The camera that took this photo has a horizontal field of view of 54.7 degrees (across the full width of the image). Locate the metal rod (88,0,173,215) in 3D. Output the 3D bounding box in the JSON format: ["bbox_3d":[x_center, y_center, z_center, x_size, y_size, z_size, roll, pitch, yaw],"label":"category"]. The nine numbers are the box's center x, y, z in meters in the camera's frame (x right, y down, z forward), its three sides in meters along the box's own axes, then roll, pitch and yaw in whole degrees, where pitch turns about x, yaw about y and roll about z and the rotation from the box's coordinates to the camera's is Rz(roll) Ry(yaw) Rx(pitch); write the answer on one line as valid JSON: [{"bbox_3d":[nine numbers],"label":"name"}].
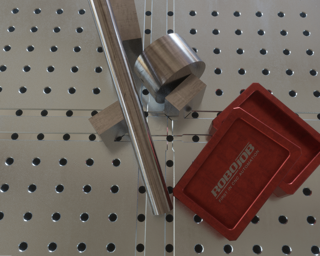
[{"bbox_3d":[-0.040,-0.045,0.365,0.025,0.025,0.298,-17,90,-6],"label":"metal rod"}]

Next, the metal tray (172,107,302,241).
[{"bbox_3d":[0.088,0.052,0.366,0.090,0.030,0.130,37,93,14],"label":"metal tray"}]

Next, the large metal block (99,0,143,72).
[{"bbox_3d":[-0.055,-0.130,0.430,0.050,0.080,0.080,-10,71,-4],"label":"large metal block"}]

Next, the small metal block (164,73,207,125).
[{"bbox_3d":[0.033,-0.037,0.412,0.025,0.050,0.050,43,76,14],"label":"small metal block"}]

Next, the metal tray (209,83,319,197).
[{"bbox_3d":[0.141,0.013,0.404,0.090,0.030,0.130,-42,75,-14],"label":"metal tray"}]

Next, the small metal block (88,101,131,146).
[{"bbox_3d":[-0.059,-0.007,0.400,0.050,0.050,0.025,-34,74,-12],"label":"small metal block"}]

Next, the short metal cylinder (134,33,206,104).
[{"bbox_3d":[0.013,-0.077,0.411,0.080,0.080,0.050,-33,74,-11],"label":"short metal cylinder"}]
